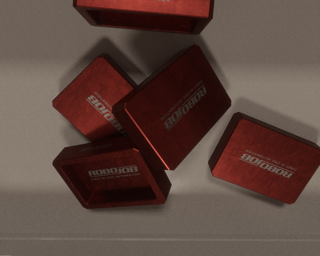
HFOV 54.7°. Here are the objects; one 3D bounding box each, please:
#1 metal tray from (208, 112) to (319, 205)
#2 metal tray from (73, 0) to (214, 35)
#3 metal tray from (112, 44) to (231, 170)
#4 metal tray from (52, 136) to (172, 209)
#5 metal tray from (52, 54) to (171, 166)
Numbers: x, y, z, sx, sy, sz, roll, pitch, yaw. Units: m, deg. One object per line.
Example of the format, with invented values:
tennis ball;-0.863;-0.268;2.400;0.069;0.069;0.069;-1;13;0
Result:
metal tray;0.145;0.043;0.427;0.131;0.030;0.089;21;109;-8
metal tray;-0.015;-0.127;0.327;0.131;0.090;0.030;4;97;-2
metal tray;0.020;-0.025;0.357;0.131;0.030;0.090;-45;110;-30
metal tray;-0.062;0.060;0.399;0.130;0.030;0.090;-11;121;26
metal tray;-0.058;-0.019;0.401;0.090;0.030;0.130;-41;106;13
